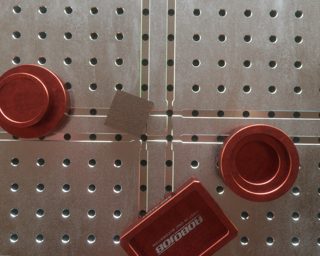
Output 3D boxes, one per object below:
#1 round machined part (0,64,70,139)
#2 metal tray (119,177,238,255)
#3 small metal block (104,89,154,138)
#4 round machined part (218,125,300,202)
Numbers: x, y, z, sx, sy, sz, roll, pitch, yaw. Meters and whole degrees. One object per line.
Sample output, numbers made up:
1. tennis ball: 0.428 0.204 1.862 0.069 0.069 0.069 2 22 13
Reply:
1. round machined part: -0.172 -0.035 0.403 0.099 0.042 0.097 0 90 0
2. metal tray: 0.024 0.139 0.410 0.130 0.030 0.090 -38 90 0
3. small metal block: -0.041 -0.019 0.413 0.050 0.025 0.050 21 90 0
4. round machined part: 0.125 0.044 0.406 0.099 0.042 0.097 0 90 0
